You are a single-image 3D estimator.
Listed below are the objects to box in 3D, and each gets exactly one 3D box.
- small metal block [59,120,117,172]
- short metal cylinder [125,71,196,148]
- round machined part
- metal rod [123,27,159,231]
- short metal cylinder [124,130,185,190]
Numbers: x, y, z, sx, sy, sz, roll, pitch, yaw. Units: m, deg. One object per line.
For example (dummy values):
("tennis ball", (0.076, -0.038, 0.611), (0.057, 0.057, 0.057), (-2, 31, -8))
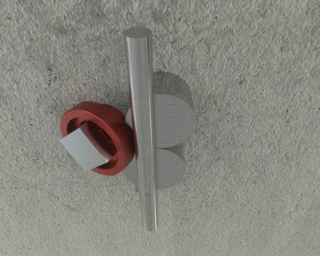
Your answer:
("small metal block", (-0.085, 0.021, 0.372), (0.050, 0.025, 0.050), (-25, 106, 43))
("short metal cylinder", (0.001, -0.022, 0.374), (0.081, 0.050, 0.079), (0, 130, 0))
("round machined part", (-0.072, 0.009, 0.388), (0.098, 0.042, 0.097), (18, 131, 22))
("metal rod", (-0.017, 0.030, 0.369), (0.025, 0.025, 0.298), (-1, 130, 0))
("short metal cylinder", (-0.007, 0.040, 0.426), (0.081, 0.050, 0.079), (0, 129, 0))
